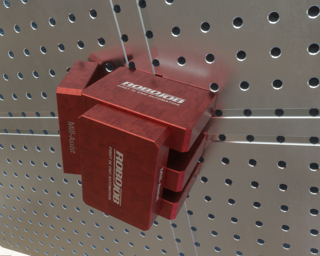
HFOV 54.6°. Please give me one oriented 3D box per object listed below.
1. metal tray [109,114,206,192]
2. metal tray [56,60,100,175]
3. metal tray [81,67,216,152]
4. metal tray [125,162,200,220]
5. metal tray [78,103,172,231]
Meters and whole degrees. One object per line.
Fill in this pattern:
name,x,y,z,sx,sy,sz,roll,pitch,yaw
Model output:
metal tray,-0.018,0.022,0.391,0.130,0.090,0.030,18,124,16
metal tray,-0.104,-0.013,0.413,0.030,0.090,0.129,7,124,-1
metal tray,-0.012,-0.027,0.358,0.130,0.090,0.030,19,126,17
metal tray,-0.022,0.059,0.418,0.130,0.090,0.030,19,126,16
metal tray,-0.041,0.046,0.341,0.090,0.030,0.129,19,126,17
